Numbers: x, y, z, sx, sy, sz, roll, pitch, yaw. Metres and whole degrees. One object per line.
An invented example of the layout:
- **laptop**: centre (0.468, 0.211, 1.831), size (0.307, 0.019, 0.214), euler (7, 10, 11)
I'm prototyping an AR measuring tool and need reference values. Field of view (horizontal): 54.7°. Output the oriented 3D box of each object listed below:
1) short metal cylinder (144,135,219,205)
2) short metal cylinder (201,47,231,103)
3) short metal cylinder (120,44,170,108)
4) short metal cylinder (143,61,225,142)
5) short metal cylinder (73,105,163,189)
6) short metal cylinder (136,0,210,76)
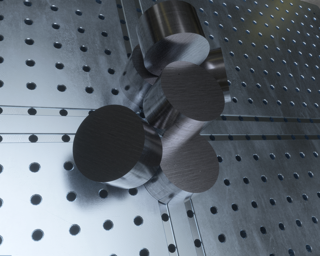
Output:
- **short metal cylinder**: centre (0.023, 0.047, 0.375), size (0.081, 0.050, 0.080), euler (14, 57, -21)
- **short metal cylinder**: centre (0.069, -0.071, 0.444), size (0.050, 0.080, 0.080), euler (-11, 60, 12)
- **short metal cylinder**: centre (-0.010, -0.073, 0.431), size (0.081, 0.050, 0.080), euler (13, 57, -21)
- **short metal cylinder**: centre (0.027, -0.030, 0.360), size (0.081, 0.050, 0.080), euler (14, 56, -21)
- **short metal cylinder**: centre (-0.044, 0.021, 0.329), size (0.050, 0.080, 0.080), euler (42, 29, -63)
- **short metal cylinder**: centre (0.015, -0.107, 0.380), size (0.081, 0.080, 0.050), euler (0, 62, -28)
